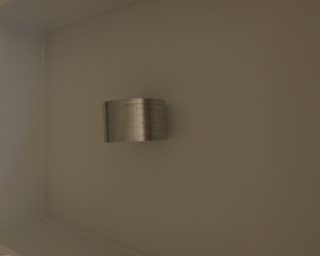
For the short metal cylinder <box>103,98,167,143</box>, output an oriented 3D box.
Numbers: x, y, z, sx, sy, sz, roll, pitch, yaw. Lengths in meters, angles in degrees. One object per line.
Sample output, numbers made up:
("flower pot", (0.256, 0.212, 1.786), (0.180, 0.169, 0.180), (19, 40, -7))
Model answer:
("short metal cylinder", (-0.032, -0.008, 0.399), (0.080, 0.081, 0.050), (-4, 87, 40))
